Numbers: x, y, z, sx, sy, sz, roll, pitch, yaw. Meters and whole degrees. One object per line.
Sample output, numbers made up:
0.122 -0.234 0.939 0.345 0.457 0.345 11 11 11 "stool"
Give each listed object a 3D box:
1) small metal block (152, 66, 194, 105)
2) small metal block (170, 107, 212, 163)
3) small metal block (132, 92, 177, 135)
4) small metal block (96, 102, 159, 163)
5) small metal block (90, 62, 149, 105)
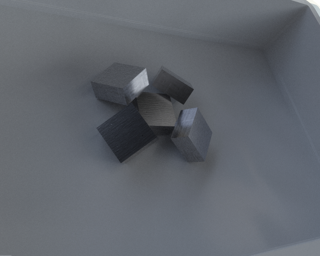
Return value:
0.017 -0.061 0.434 0.050 0.025 0.050 31 15 -9 "small metal block"
0.043 0.010 0.406 0.050 0.025 0.050 55 42 -35 "small metal block"
-0.010 -0.019 0.408 0.050 0.025 0.050 2 61 -28 "small metal block"
-0.037 0.007 0.364 0.050 0.025 0.050 -36 81 -1 "small metal block"
-0.050 -0.057 0.395 0.050 0.025 0.050 15 45 27 "small metal block"
